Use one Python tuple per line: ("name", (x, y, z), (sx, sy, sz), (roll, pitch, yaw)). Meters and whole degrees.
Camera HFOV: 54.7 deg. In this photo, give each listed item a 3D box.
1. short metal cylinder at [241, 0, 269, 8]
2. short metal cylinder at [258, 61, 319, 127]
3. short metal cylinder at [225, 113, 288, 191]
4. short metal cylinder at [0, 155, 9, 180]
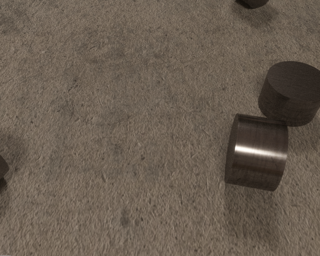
("short metal cylinder", (0.188, -0.286, 0.611), (0.081, 0.080, 0.050), (-25, 55, -20))
("short metal cylinder", (0.183, -0.048, 0.430), (0.081, 0.050, 0.080), (0, 50, 0))
("short metal cylinder", (0.105, 0.027, 0.347), (0.050, 0.080, 0.080), (9, 51, 7))
("short metal cylinder", (-0.213, 0.042, 0.329), (0.080, 0.080, 0.050), (18, 52, 14))
